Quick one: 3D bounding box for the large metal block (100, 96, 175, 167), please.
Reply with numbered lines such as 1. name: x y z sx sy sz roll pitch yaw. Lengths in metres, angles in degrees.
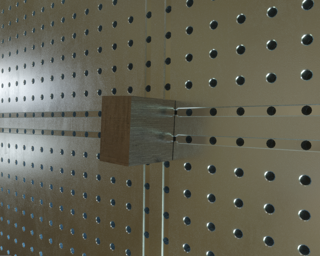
1. large metal block: -0.027 0.002 0.393 0.050 0.081 0.079 5 93 39
